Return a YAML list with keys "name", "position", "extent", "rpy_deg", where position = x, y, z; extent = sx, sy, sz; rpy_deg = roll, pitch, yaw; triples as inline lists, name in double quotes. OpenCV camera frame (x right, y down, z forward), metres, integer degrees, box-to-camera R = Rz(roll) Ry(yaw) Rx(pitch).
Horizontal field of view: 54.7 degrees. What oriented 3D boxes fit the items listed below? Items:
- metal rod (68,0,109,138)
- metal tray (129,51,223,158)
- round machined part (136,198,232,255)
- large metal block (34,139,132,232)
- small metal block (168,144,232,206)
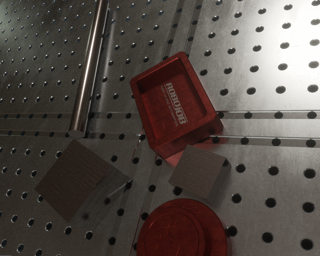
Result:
- name: "metal rod"
  position: [-0.120, -0.119, 0.542]
  extent: [0.025, 0.025, 0.299]
  rpy_deg: [-11, 57, 22]
- name: "metal tray"
  position: [0.017, -0.035, 0.416]
  extent: [0.090, 0.030, 0.130]
  rpy_deg: [-27, 52, 10]
- name: "round machined part"
  position: [0.019, 0.119, 0.314]
  extent: [0.098, 0.042, 0.098]
  rpy_deg: [-13, 56, 20]
- name: "large metal block"
  position: [-0.098, 0.072, 0.398]
  extent: [0.080, 0.050, 0.080]
  rpy_deg: [27, 76, 37]
- name: "small metal block"
  position: [0.045, 0.052, 0.352]
  extent: [0.050, 0.025, 0.050]
  rpy_deg: [18, 71, 34]
